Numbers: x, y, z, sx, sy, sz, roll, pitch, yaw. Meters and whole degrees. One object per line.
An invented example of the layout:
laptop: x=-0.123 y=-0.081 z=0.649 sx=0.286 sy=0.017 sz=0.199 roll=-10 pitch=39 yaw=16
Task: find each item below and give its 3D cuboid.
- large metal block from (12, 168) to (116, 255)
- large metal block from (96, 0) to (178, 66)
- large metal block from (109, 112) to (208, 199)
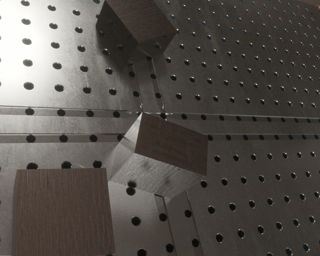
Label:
large metal block: x=-0.093 y=0.085 z=0.291 sx=0.081 sy=0.050 sz=0.080 roll=3 pitch=61 yaw=-27
large metal block: x=-0.035 y=-0.150 z=0.466 sx=0.081 sy=0.050 sz=0.080 roll=-29 pitch=78 yaw=-38
large metal block: x=-0.002 y=0.035 z=0.352 sx=0.080 sy=0.080 sz=0.050 roll=20 pitch=54 yaw=-17
